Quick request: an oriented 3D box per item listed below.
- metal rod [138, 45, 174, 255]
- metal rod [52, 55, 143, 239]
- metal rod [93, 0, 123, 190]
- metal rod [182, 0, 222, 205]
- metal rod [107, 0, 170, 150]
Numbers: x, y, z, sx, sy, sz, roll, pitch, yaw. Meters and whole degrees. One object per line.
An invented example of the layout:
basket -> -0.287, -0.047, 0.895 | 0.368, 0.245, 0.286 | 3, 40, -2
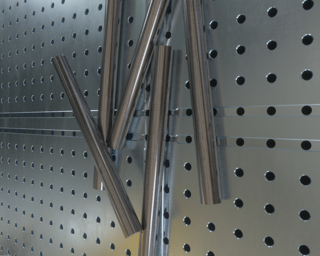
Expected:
metal rod -> -0.007, 0.043, 0.412 | 0.025, 0.025, 0.298 | 8, 95, 39
metal rod -> -0.098, 0.014, 0.453 | 0.025, 0.025, 0.299 | -41, 66, 32
metal rod -> -0.080, -0.055, 0.472 | 0.025, 0.025, 0.298 | 8, 95, 39
metal rod -> 0.047, -0.062, 0.369 | 0.025, 0.025, 0.298 | -8, 85, 39
metal rod -> -0.020, -0.108, 0.424 | 0.025, 0.025, 0.298 | 30, 108, 35
